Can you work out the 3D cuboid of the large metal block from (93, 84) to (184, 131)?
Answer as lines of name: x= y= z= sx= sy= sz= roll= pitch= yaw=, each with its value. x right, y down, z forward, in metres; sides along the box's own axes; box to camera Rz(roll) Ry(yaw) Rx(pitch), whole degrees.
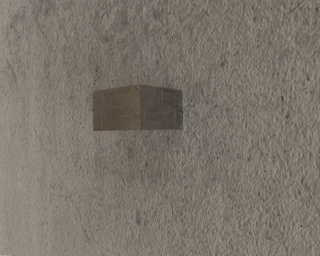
large metal block: x=-0.027 y=-0.022 z=0.391 sx=0.080 sy=0.081 sz=0.050 roll=-1 pitch=89 yaw=39
